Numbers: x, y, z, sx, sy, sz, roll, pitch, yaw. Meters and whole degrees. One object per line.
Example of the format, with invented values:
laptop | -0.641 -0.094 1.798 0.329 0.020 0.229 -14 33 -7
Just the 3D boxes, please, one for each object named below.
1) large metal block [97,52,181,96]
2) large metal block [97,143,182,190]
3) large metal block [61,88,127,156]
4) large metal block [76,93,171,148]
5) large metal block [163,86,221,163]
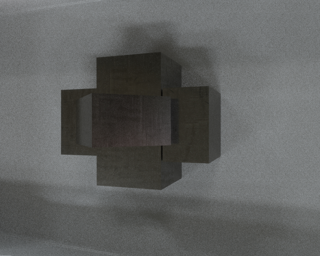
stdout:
large metal block | -0.023 -0.058 0.388 0.080 0.080 0.050 0 90 20
large metal block | -0.023 0.042 0.388 0.080 0.080 0.050 0 90 20
large metal block | -0.084 -0.007 0.410 0.050 0.080 0.080 0 90 20
large metal block | -0.042 -0.007 0.335 0.081 0.080 0.050 0 90 -25
large metal block | 0.040 -0.004 0.364 0.050 0.080 0.080 0 90 19
